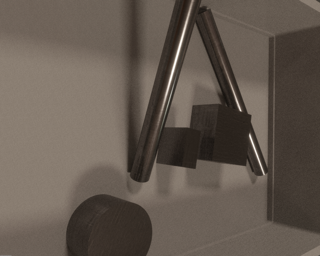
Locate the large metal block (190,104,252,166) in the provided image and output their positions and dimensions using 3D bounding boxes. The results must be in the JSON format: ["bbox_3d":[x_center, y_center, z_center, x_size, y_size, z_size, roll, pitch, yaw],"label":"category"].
[{"bbox_3d":[0.090,0.012,0.469,0.081,0.050,0.080,13,82,-40],"label":"large metal block"}]

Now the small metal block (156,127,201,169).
[{"bbox_3d":[0.024,0.026,0.413,0.025,0.050,0.050,15,81,-40],"label":"small metal block"}]

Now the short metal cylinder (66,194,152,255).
[{"bbox_3d":[-0.056,0.118,0.346,0.081,0.050,0.079,0,90,-40],"label":"short metal cylinder"}]

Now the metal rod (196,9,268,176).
[{"bbox_3d":[0.124,-0.046,0.513,0.025,0.025,0.299,-40,114,-33],"label":"metal rod"}]

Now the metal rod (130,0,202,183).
[{"bbox_3d":[0.012,-0.071,0.335,0.025,0.025,0.298,-4,119,-40],"label":"metal rod"}]
